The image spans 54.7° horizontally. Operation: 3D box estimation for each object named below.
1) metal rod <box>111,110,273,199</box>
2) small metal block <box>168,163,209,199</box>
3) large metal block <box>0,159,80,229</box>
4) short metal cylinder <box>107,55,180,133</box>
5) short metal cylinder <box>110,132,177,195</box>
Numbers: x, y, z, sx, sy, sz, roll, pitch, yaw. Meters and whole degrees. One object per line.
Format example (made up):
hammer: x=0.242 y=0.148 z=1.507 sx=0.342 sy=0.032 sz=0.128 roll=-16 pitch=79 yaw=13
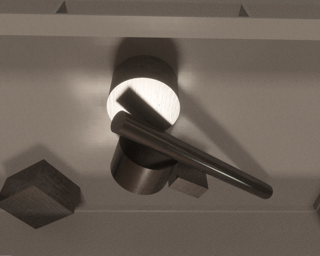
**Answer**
metal rod: x=0.064 y=0.048 z=0.410 sx=0.301 sy=0.025 sz=0.025 roll=27 pitch=126 yaw=-37
small metal block: x=0.040 y=0.068 z=0.452 sx=0.050 sy=0.050 sz=0.025 roll=24 pitch=126 yaw=-20
large metal block: x=-0.186 y=0.104 z=0.479 sx=0.080 sy=0.050 sz=0.080 roll=-26 pitch=126 yaw=20
short metal cylinder: x=-0.018 y=-0.037 z=0.361 sx=0.081 sy=0.050 sz=0.079 roll=0 pitch=130 yaw=0
short metal cylinder: x=-0.020 y=0.040 z=0.407 sx=0.081 sy=0.080 sz=0.050 roll=14 pitch=129 yaw=-12
